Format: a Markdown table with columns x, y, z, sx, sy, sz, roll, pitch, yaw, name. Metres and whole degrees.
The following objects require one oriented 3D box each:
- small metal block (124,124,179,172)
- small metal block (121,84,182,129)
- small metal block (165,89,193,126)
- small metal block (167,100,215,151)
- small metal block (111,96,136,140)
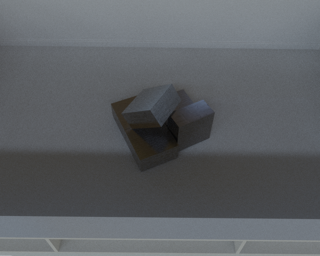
| x | y | z | sx | sy | sz | roll | pitch | yaw | name |
| --- | --- | --- | --- | --- | --- | --- | --- | --- | --- |
| -0.011 | 0.020 | 0.386 | 0.050 | 0.025 | 0.050 | -20 | 53 | -16 | small metal block |
| -0.010 | -0.026 | 0.376 | 0.050 | 0.025 | 0.050 | -4 | 39 | 44 | small metal block |
| 0.020 | -0.021 | 0.421 | 0.050 | 0.025 | 0.050 | -20 | 53 | -16 | small metal block |
| 0.037 | -0.002 | 0.389 | 0.050 | 0.050 | 0.025 | -22 | 54 | -19 | small metal block |
| -0.032 | -0.015 | 0.415 | 0.050 | 0.025 | 0.050 | -20 | 53 | -16 | small metal block |
